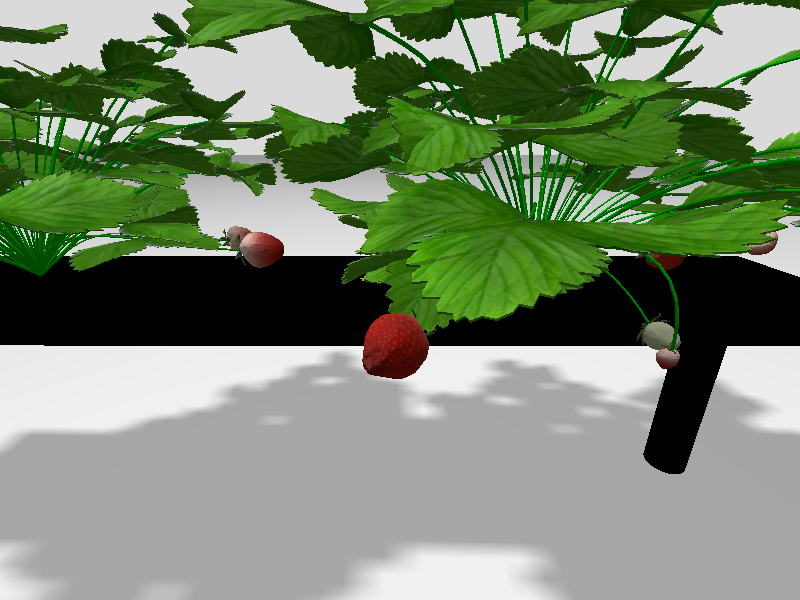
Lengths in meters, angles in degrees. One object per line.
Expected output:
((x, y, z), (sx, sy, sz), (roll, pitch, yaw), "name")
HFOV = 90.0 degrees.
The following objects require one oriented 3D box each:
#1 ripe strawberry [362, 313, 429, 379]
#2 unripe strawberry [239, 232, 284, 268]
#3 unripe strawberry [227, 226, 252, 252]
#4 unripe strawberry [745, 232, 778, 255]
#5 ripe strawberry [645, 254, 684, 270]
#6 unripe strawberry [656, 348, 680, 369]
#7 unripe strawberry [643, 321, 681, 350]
((-0.005, 0.025, 0.204), (0.034, 0.036, 0.037), (15, 27, 33), "ripe strawberry")
((-0.132, -0.049, 0.386), (0.040, 0.034, 0.039), (-2, 22, -7), "unripe strawberry")
((-0.176, -0.068, 0.444), (0.027, 0.029, 0.025), (-11, 24, -28), "unripe strawberry")
((0.384, -0.060, 0.425), (0.028, 0.029, 0.026), (36, 8, -24), "unripe strawberry")
((0.261, -0.049, 0.389), (0.038, 0.037, 0.035), (-4, 22, -11), "ripe strawberry")
((0.144, 0.032, 0.215), (0.012, 0.012, 0.010), (-3, 22, -8), "unripe strawberry")
((0.153, 0.022, 0.233), (0.019, 0.016, 0.019), (-5, 30, -12), "unripe strawberry")
